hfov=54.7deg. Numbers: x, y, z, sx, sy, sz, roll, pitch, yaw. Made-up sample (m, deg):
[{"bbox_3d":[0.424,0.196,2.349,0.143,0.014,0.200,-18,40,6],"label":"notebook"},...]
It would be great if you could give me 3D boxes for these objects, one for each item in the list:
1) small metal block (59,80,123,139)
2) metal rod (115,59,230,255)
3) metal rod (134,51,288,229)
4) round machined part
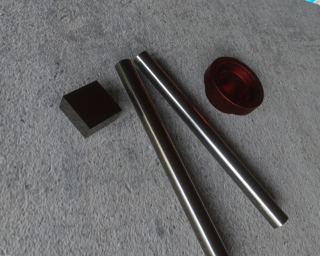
[{"bbox_3d":[-0.083,-0.023,0.373,0.050,0.025,0.050,49,51,6],"label":"small metal block"},{"bbox_3d":[0.013,0.040,0.386,0.025,0.025,0.299,-15,69,-34],"label":"metal rod"},{"bbox_3d":[0.066,0.011,0.432,0.025,0.025,0.300,-34,81,-38],"label":"metal rod"},{"bbox_3d":[0.111,-0.061,0.490,0.099,0.042,0.098,14,56,-21],"label":"round machined part"}]
